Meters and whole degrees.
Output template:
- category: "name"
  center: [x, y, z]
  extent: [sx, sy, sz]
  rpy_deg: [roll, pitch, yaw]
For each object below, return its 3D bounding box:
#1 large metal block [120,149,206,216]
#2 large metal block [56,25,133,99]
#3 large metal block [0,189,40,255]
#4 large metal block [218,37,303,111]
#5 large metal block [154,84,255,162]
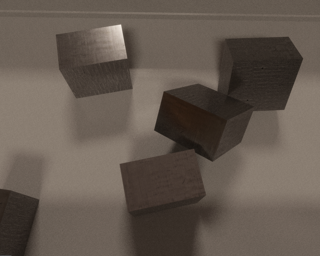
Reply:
- category: "large metal block"
  center: [0.002, 0.066, 0.356]
  extent: [0.081, 0.080, 0.050]
  rpy_deg: [-11, 71, -4]
- category: "large metal block"
  center: [-0.083, -0.085, 0.411]
  extent: [0.081, 0.080, 0.050]
  rpy_deg: [-10, 71, -4]
- category: "large metal block"
  center: [-0.182, 0.110, 0.338]
  extent: [0.050, 0.080, 0.080]
  rpy_deg: [8, 70, 3]
- category: "large metal block"
  center: [0.124, -0.068, 0.400]
  extent: [0.081, 0.080, 0.050]
  rpy_deg: [-2, 46, -2]
- category: "large metal block"
  center: [0.053, -0.011, 0.369]
  extent: [0.080, 0.050, 0.081]
  rpy_deg: [28, 28, 27]
